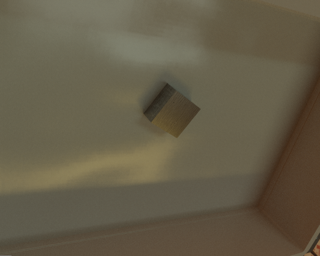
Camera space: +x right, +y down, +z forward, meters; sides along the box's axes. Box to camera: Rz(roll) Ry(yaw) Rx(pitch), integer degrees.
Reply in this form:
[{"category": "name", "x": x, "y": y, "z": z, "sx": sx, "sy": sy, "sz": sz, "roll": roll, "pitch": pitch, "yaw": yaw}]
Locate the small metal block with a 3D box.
[{"category": "small metal block", "x": 0.016, "y": -0.022, "z": 0.403, "sx": 0.050, "sy": 0.025, "sz": 0.050, "roll": 32, "pitch": 101, "yaw": -38}]
